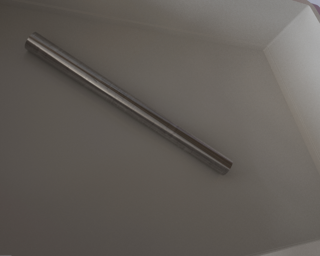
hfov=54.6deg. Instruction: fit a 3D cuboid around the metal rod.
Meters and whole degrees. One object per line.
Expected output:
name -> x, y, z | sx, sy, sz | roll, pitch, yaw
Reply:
metal rod -> -0.035, -0.027, 0.403 | 0.301, 0.025, 0.025 | 33, 52, -7
